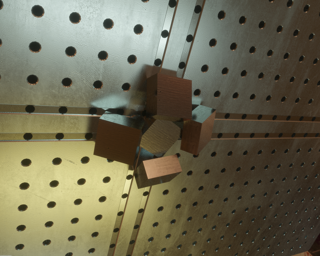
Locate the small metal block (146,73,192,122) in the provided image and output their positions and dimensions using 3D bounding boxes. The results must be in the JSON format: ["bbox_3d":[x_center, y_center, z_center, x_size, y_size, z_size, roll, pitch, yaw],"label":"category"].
[{"bbox_3d":[0.012,-0.036,0.381,0.050,0.025,0.050,6,79,-31],"label":"small metal block"}]

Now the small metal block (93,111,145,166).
[{"bbox_3d":[-0.050,0.013,0.378,0.050,0.025,0.050,16,115,2],"label":"small metal block"}]

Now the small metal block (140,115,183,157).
[{"bbox_3d":[-0.004,0.006,0.414,0.050,0.025,0.050,-49,129,6],"label":"small metal block"}]

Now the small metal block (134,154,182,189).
[{"bbox_3d":[-0.004,0.061,0.432,0.050,0.025,0.050,-9,158,-24],"label":"small metal block"}]

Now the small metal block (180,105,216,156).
[{"bbox_3d":[0.053,0.002,0.428,0.050,0.025,0.050,-38,141,-51],"label":"small metal block"}]
